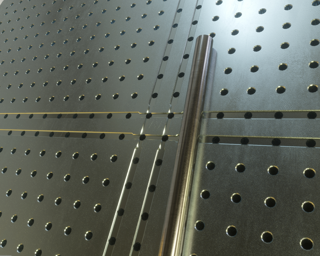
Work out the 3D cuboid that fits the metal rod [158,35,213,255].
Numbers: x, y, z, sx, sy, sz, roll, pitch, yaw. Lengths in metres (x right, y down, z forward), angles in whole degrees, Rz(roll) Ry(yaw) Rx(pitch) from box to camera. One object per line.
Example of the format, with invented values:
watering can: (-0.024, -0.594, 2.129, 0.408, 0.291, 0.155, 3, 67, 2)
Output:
metal rod: (0.037, 0.005, 0.384, 0.025, 0.025, 0.299, -2, 60, 27)
